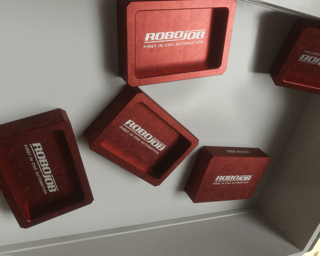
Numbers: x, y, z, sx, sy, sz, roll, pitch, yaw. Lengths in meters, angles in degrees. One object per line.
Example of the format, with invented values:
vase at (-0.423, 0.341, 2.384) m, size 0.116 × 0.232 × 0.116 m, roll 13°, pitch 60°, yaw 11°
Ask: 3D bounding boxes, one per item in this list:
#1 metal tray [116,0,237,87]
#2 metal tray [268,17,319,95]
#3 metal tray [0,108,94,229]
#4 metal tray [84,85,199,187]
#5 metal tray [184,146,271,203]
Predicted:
metal tray at (0.019, -0.101, 0.352) m, size 0.131 × 0.030 × 0.089 m, roll -11°, pitch 123°, yaw -22°
metal tray at (0.233, -0.092, 0.432) m, size 0.131 × 0.030 × 0.089 m, roll 10°, pitch 130°, yaw -9°
metal tray at (-0.137, 0.050, 0.361) m, size 0.091 × 0.030 × 0.129 m, roll -19°, pitch 126°, yaw -18°
metal tray at (-0.019, 0.014, 0.402) m, size 0.090 × 0.030 × 0.130 m, roll -48°, pitch 129°, yaw 5°
metal tray at (0.113, 0.077, 0.514) m, size 0.131 × 0.030 × 0.089 m, roll 4°, pitch 116°, yaw -30°
